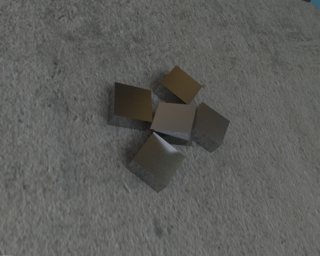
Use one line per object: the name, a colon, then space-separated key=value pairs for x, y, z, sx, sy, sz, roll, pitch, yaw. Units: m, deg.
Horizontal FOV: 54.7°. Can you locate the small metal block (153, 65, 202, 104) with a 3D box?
small metal block: x=0.027 y=-0.057 z=0.455 sx=0.050 sy=0.025 sz=0.050 roll=39 pitch=51 yaw=-3

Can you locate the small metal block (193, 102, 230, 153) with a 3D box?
small metal block: x=0.067 y=-0.001 z=0.442 sx=0.050 sy=0.025 sz=0.050 roll=34 pitch=51 yaw=-6

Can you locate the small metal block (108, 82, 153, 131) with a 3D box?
small metal block: x=-0.039 y=-0.027 z=0.401 sx=0.050 sy=0.025 sz=0.050 roll=11 pitch=57 yaw=-23

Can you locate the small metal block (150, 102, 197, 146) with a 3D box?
small metal block: x=0.019 y=-0.006 z=0.402 sx=0.050 sy=0.025 sz=0.050 roll=6 pitch=47 yaw=13

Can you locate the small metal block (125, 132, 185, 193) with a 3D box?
small metal block: x=-0.005 y=0.041 z=0.377 sx=0.050 sy=0.025 sz=0.050 roll=39 pitch=51 yaw=-2
